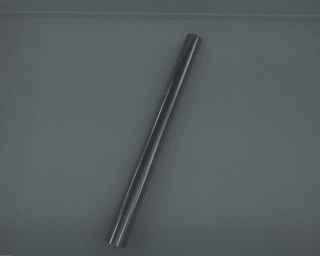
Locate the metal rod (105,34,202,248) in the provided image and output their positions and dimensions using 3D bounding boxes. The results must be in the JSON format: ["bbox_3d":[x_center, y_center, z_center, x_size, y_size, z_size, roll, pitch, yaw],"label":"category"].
[{"bbox_3d":[-0.001,0.002,0.406,0.025,0.025,0.300,19,71,7],"label":"metal rod"}]
